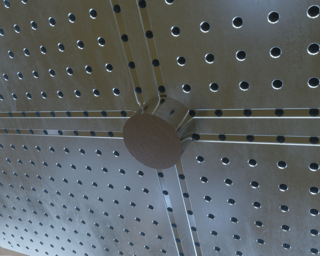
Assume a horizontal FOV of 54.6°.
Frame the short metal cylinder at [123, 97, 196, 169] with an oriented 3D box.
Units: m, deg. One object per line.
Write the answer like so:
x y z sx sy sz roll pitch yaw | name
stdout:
0.000 0.006 0.399 0.080 0.050 0.080 13 124 21 | short metal cylinder
